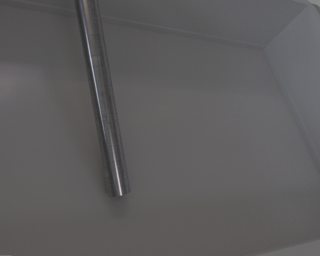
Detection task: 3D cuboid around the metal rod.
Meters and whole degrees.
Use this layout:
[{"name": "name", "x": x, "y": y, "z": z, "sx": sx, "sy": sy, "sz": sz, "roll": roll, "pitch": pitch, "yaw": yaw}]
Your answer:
[{"name": "metal rod", "x": -0.070, "y": -0.075, "z": 0.339, "sx": 0.025, "sy": 0.025, "sz": 0.298, "roll": -10, "pitch": 90, "yaw": -32}]
